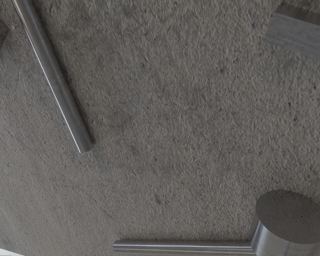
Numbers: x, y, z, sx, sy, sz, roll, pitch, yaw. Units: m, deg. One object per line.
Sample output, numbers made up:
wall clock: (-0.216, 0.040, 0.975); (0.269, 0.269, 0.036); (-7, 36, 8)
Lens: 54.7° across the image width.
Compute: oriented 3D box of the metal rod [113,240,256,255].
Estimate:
metal rod: (0.042, 0.197, 0.506); (0.300, 0.025, 0.025); (-13, 112, 33)

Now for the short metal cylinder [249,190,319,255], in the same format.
short metal cylinder: (0.150, 0.120, 0.366); (0.080, 0.080, 0.050); (14, 124, 20)

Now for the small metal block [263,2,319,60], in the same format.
small metal block: (0.124, -0.086, 0.272); (0.050, 0.050, 0.025); (23, 127, 14)

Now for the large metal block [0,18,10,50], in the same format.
large metal block: (-0.279, -0.142, 0.450); (0.080, 0.050, 0.080); (48, 129, -6)

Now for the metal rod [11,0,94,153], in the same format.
metal rod: (-0.157, -0.098, 0.428); (0.025, 0.025, 0.298); (-3, 117, 30)
